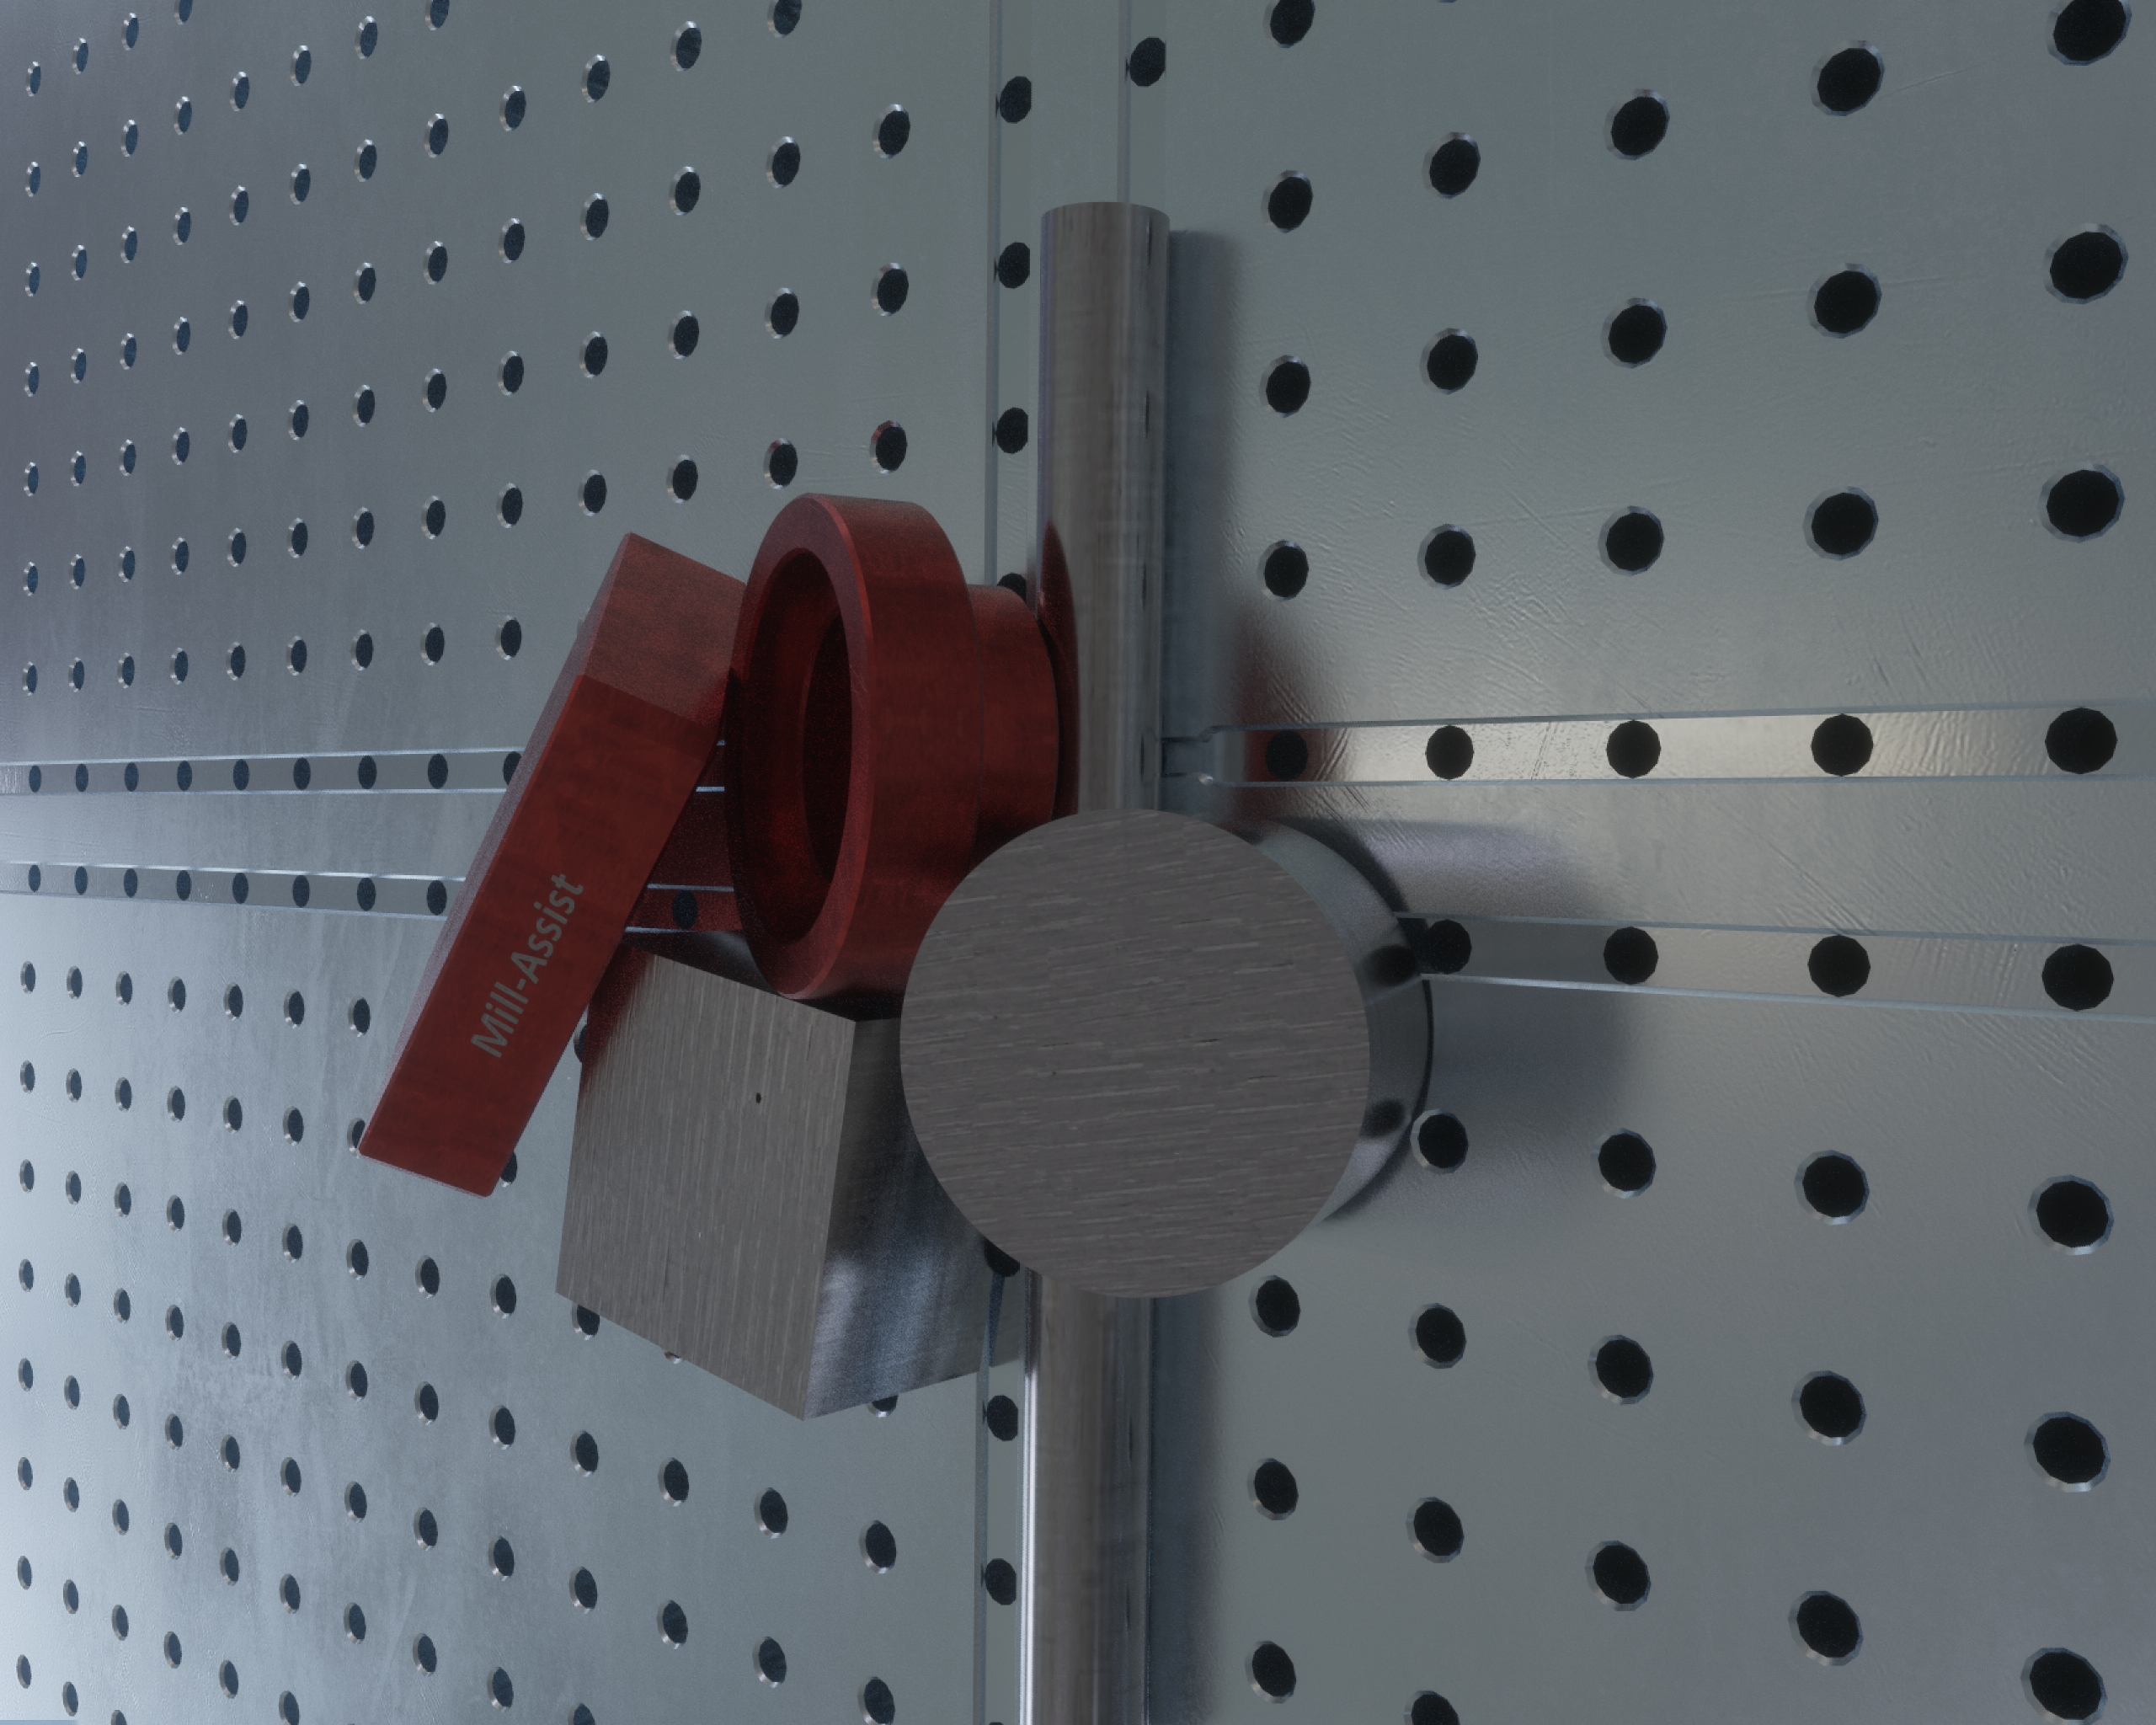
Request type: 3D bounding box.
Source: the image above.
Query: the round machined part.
[{"bbox_3d":[-0.036,-0.022,0.412,0.098,0.042,0.097,-178,90,-65],"label":"round machined part"}]

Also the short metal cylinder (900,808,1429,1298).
[{"bbox_3d":[0.016,0.031,0.363,0.080,0.050,0.079,0,90,20],"label":"short metal cylinder"}]

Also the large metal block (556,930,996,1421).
[{"bbox_3d":[-0.062,0.062,0.444,0.080,0.050,0.079,14,99,39],"label":"large metal block"}]

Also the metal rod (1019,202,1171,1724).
[{"bbox_3d":[0.003,0.024,0.408,0.025,0.025,0.298,1,91,40],"label":"metal rod"}]

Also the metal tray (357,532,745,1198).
[{"bbox_3d":[-0.118,0.000,0.471,0.129,0.030,0.090,-59,18,23],"label":"metal tray"}]
